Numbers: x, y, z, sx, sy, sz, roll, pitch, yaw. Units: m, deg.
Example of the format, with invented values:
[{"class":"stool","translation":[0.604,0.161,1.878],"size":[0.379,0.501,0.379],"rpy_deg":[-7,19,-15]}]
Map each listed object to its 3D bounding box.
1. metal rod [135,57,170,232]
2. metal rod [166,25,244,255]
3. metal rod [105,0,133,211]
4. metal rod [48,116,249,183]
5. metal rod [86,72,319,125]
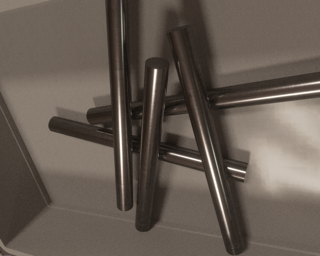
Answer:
[{"class":"metal rod","translation":[-0.015,0.047,0.410],"size":[0.025,0.025,0.298],"rpy_deg":[20,132,16]},{"class":"metal rod","translation":[0.060,0.033,0.362],"size":[0.025,0.025,0.298],"rpy_deg":[-4,117,29]},{"class":"metal rod","translation":[-0.048,-0.008,0.394],"size":[0.025,0.025,0.298],"rpy_deg":[15,125,19]},{"class":"metal rod","translation":[-0.030,0.025,0.438],"size":[0.301,0.025,0.025],"rpy_deg":[13,124,20]},{"class":"metal rod","translation":[0.032,-0.030,0.372],"size":[0.300,0.025,0.025],"rpy_deg":[-6,116,30]}]
